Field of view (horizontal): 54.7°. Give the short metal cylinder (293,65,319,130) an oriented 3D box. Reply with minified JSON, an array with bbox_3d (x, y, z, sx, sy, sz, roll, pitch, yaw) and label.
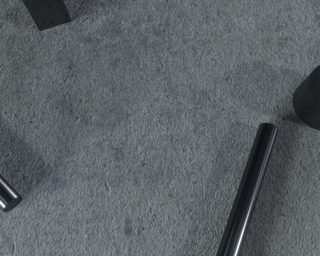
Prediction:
[{"bbox_3d":[0.228,-0.041,0.413,0.081,0.050,0.080,0,70,0],"label":"short metal cylinder"}]

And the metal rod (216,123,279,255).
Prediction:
[{"bbox_3d":[0.086,0.129,0.362,0.025,0.025,0.300,22,71,7],"label":"metal rod"}]

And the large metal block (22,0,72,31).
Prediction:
[{"bbox_3d":[-0.175,-0.205,0.452,0.050,0.080,0.080,-21,72,-8],"label":"large metal block"}]

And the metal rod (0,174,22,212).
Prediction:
[{"bbox_3d":[-0.288,-0.003,0.405,0.300,0.025,0.025,40,75,13],"label":"metal rod"}]
